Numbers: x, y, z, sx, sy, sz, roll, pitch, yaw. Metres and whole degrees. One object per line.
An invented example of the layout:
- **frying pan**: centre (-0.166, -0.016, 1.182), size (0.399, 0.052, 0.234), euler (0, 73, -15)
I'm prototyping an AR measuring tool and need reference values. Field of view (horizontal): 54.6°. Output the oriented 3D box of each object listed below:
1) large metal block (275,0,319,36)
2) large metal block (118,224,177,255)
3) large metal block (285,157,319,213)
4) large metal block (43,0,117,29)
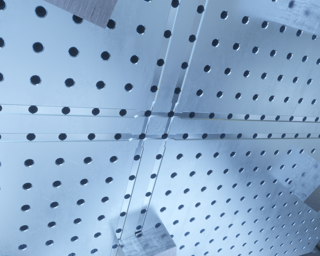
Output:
- **large metal block**: centre (0.215, -0.145, 0.402), size (0.081, 0.080, 0.050), euler (4, 116, -30)
- **large metal block**: centre (-0.020, 0.219, 0.519), size (0.081, 0.050, 0.080), euler (-15, 125, -20)
- **large metal block**: centre (0.320, 0.119, 0.642), size (0.080, 0.050, 0.080), euler (33, 100, -38)
- **large metal block**: centre (-0.073, -0.144, 0.265), size (0.080, 0.050, 0.080), euler (17, 110, -35)
